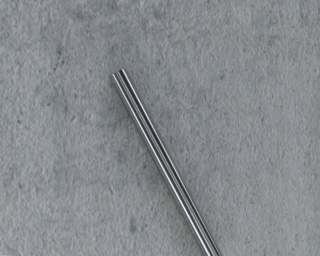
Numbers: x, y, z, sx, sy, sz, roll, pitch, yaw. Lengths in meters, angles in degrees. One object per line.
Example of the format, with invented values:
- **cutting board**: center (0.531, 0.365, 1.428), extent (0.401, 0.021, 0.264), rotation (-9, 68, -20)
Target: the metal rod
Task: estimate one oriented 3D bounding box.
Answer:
- **metal rod**: center (0.014, 0.061, 0.415), extent (0.025, 0.025, 0.299), rotation (-30, 100, -18)
